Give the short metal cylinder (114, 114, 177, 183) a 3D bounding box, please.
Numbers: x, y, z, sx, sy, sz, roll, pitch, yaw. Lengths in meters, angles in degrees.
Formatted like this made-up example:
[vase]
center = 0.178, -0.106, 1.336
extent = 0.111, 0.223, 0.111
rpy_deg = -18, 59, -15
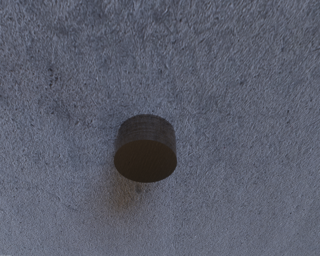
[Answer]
[short metal cylinder]
center = -0.018, 0.028, 0.414
extent = 0.080, 0.050, 0.080
rpy_deg = 0, 130, 0
